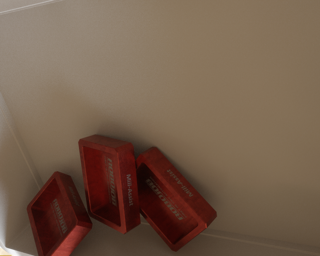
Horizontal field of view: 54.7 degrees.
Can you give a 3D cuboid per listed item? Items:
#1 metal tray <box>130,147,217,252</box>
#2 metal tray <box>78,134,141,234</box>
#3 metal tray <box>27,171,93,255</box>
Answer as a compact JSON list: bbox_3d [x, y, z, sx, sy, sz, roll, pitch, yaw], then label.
[{"bbox_3d":[0.006,0.102,0.443,0.130,0.030,0.089,46,130,13],"label":"metal tray"},{"bbox_3d":[-0.075,0.080,0.458,0.090,0.030,0.129,9,110,41],"label":"metal tray"},{"bbox_3d":[-0.168,0.144,0.506,0.090,0.130,0.030,-50,134,6],"label":"metal tray"}]
